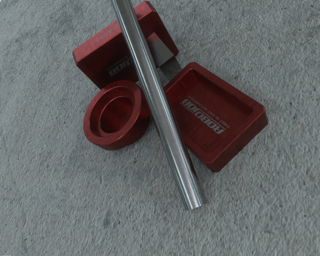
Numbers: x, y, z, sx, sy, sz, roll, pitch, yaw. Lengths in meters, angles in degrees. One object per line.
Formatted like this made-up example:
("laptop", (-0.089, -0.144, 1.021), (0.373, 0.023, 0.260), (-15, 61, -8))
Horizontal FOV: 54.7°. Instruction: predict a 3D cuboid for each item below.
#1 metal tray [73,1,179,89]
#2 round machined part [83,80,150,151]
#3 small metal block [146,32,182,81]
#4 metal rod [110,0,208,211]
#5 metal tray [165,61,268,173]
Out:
("metal tray", (-0.048, -0.110, 0.454), (0.130, 0.090, 0.030), (-33, 52, 7))
("round machined part", (-0.054, -0.014, 0.425), (0.098, 0.042, 0.098), (-16, 57, 26))
("small metal block", (0.004, -0.100, 0.441), (0.025, 0.050, 0.050), (-38, 66, 5))
("metal rod", (-0.010, -0.051, 0.372), (0.025, 0.025, 0.299), (-23, 75, 14))
("metal tray", (0.053, -0.019, 0.385), (0.090, 0.030, 0.130), (-44, 51, -3))
